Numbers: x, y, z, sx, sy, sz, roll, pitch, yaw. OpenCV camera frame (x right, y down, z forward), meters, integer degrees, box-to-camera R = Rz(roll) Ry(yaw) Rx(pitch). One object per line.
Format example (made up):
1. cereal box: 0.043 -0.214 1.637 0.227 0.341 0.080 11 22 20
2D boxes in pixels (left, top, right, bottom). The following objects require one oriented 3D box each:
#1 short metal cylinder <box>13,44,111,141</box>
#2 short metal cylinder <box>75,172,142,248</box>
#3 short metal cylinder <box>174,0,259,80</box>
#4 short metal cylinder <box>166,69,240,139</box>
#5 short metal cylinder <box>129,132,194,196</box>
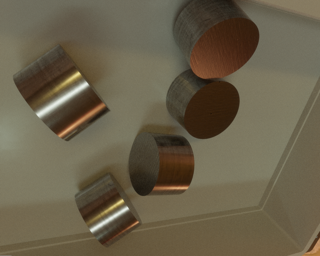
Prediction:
1. short metal cylinder: -0.093 -0.034 0.301 0.050 0.080 0.080 -37 129 -4
2. short metal cylinder: -0.066 0.105 0.402 0.050 0.080 0.080 -33 129 -7
3. short metal cylinder: 0.062 -0.101 0.348 0.081 0.050 0.080 -15 144 -11
4. short metal cylinder: 0.055 -0.032 0.402 0.081 0.050 0.079 -14 124 -21
5. short metal cylinder: 0.000 0.047 0.402 0.050 0.080 0.079 6 116 -31
